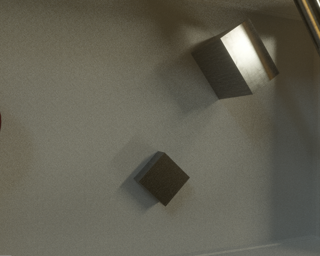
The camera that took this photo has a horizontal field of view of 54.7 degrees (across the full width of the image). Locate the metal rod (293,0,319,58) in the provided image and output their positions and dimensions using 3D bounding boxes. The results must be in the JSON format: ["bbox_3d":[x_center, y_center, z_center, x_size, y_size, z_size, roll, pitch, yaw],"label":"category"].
[{"bbox_3d":[0.139,-0.187,0.337,0.025,0.025,0.299,-35,102,-17],"label":"metal rod"}]

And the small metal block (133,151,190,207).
[{"bbox_3d":[0.002,0.067,0.413,0.050,0.025,0.050,46,76,-15],"label":"small metal block"}]

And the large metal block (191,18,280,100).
[{"bbox_3d":[0.099,-0.089,0.419,0.050,0.080,0.080,-38,103,-16],"label":"large metal block"}]
